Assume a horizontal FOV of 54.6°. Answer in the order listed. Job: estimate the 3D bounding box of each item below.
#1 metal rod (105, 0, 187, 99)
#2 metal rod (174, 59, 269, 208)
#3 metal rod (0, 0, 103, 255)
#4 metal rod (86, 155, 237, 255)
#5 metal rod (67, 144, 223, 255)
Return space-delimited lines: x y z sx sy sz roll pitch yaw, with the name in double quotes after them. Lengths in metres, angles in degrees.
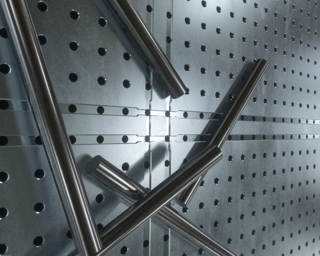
-0.053 -0.156 0.363 0.025 0.025 0.300 -51 120 -27 "metal rod"
0.106 -0.006 0.495 0.025 0.025 0.301 51 60 -28 "metal rod"
-0.110 -0.021 0.295 0.025 0.025 0.299 -20 96 -38 "metal rod"
0.020 0.127 0.425 0.300 0.025 0.025 42 65 -32 "metal rod"
-0.038 0.108 0.349 0.302 0.025 0.025 -34 111 -26 "metal rod"
